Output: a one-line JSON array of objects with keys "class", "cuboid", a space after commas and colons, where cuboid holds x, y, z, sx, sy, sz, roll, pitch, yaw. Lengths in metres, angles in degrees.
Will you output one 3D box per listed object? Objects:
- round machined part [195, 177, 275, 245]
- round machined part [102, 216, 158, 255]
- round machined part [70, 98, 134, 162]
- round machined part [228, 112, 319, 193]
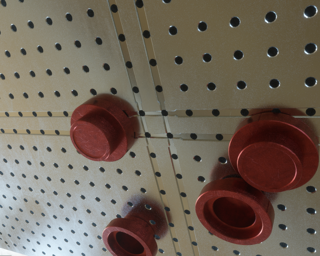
[{"class": "round machined part", "cuboid": [0.100, 0.104, 0.409, 0.098, 0.042, 0.097, 15, 128, 20]}, {"class": "round machined part", "cuboid": [-0.048, 0.194, 0.544, 0.098, 0.042, 0.097, 13, 124, 20]}, {"class": "round machined part", "cuboid": [-0.091, 0.010, 0.452, 0.098, 0.042, 0.097, 13, 124, 20]}, {"class": "round machined part", "cuboid": [0.127, 0.034, 0.354, 0.098, 0.042, 0.097, 13, 124, 20]}]
